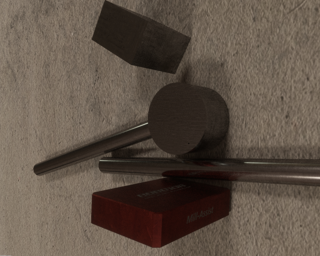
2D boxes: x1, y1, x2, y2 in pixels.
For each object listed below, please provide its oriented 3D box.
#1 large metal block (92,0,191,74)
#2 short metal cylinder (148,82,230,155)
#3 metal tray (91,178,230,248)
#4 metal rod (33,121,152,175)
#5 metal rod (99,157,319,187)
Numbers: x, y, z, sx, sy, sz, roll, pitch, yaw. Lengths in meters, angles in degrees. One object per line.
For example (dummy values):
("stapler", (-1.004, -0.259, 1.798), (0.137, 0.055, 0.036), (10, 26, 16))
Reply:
("large metal block", (-0.023, -0.111, 0.386), (0.080, 0.081, 0.050), (37, 113, 33))
("short metal cylinder", (0.033, -0.010, 0.360), (0.080, 0.050, 0.079), (0, 90, 39))
("metal tray", (0.005, 0.082, 0.331), (0.090, 0.131, 0.030), (4, 93, 39))
("metal rod", (-0.118, 0.039, 0.498), (0.299, 0.025, 0.025), (-20, 78, 38))
("metal rod", (0.032, 0.049, 0.376), (0.300, 0.025, 0.025), (-4, 88, 39))
